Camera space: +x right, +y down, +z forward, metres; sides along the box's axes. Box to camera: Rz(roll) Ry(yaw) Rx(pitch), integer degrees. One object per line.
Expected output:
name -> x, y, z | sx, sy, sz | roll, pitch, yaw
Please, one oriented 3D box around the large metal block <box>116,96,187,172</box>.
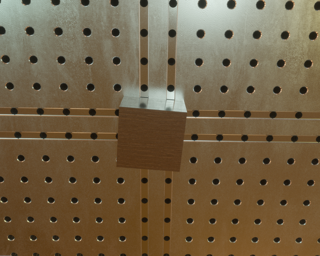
large metal block -> -0.011, 0.007, 0.402 | 0.080, 0.050, 0.079 | 5, 110, -2
